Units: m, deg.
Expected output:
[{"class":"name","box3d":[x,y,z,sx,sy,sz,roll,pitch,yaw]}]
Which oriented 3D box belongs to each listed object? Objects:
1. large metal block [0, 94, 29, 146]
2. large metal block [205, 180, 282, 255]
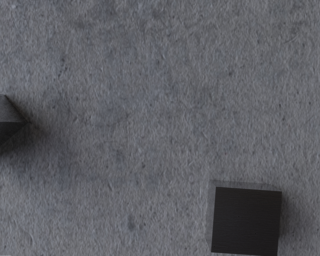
[{"class":"large metal block","box3d":[-0.225,0.000,0.380,0.080,0.080,0.050,-40,91,0]},{"class":"large metal block","box3d":[0.105,0.113,0.399,0.081,0.050,0.079,4,90,-1]}]
